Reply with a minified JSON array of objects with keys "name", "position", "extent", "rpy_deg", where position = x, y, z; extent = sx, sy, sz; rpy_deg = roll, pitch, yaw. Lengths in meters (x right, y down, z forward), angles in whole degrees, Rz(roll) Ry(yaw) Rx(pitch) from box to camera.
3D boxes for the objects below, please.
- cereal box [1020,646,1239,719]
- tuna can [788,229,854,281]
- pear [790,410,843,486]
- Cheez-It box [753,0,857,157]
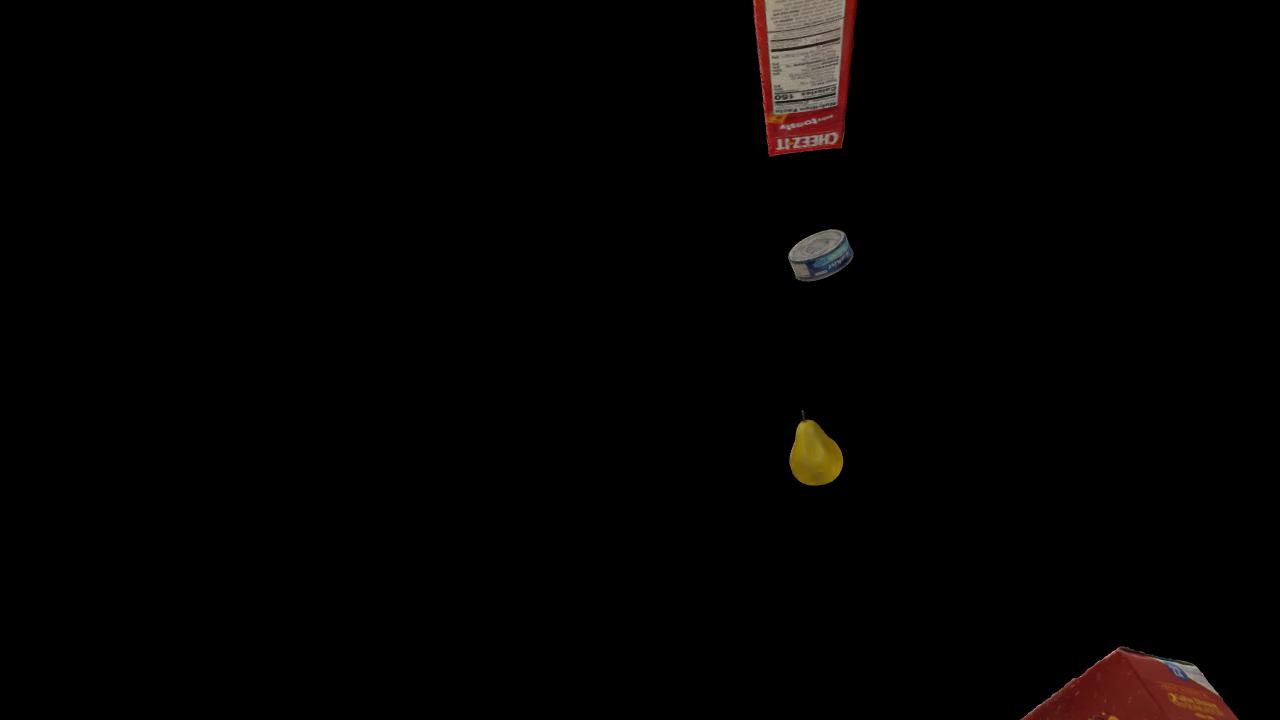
[{"name":"cereal box","position":[0.307,0.351,0.328],"extent":[0.081,0.203,0.306],"rpy_deg":[17,31,-11]},{"name":"tuna can","position":[0.251,-0.147,0.858],"extent":[0.084,0.034,0.084],"rpy_deg":[-25,26,13]},{"name":"pear","position":[0.250,0.124,0.897],"extent":[0.080,0.111,0.080],"rpy_deg":[-13,0,0]},{"name":"Cheez-It box","position":[0.118,-0.282,0.452],"extent":[0.071,0.166,0.223],"rpy_deg":[-2,-14,14]}]
